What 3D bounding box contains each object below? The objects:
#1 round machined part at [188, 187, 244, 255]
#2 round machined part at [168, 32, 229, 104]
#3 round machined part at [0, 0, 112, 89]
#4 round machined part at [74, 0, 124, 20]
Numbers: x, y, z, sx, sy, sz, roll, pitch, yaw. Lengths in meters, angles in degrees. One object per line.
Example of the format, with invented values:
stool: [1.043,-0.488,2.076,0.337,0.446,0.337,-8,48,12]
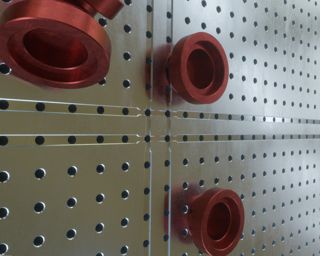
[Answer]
round machined part: [0.080,0.138,0.464,0.099,0.042,0.097,0,90,-40]
round machined part: [0.050,-0.082,0.439,0.099,0.042,0.097,0,90,-40]
round machined part: [-0.094,-0.080,0.286,0.098,0.098,0.042,24,56,-38]
round machined part: [-0.085,-0.140,0.302,0.042,0.098,0.098,-45,125,13]
